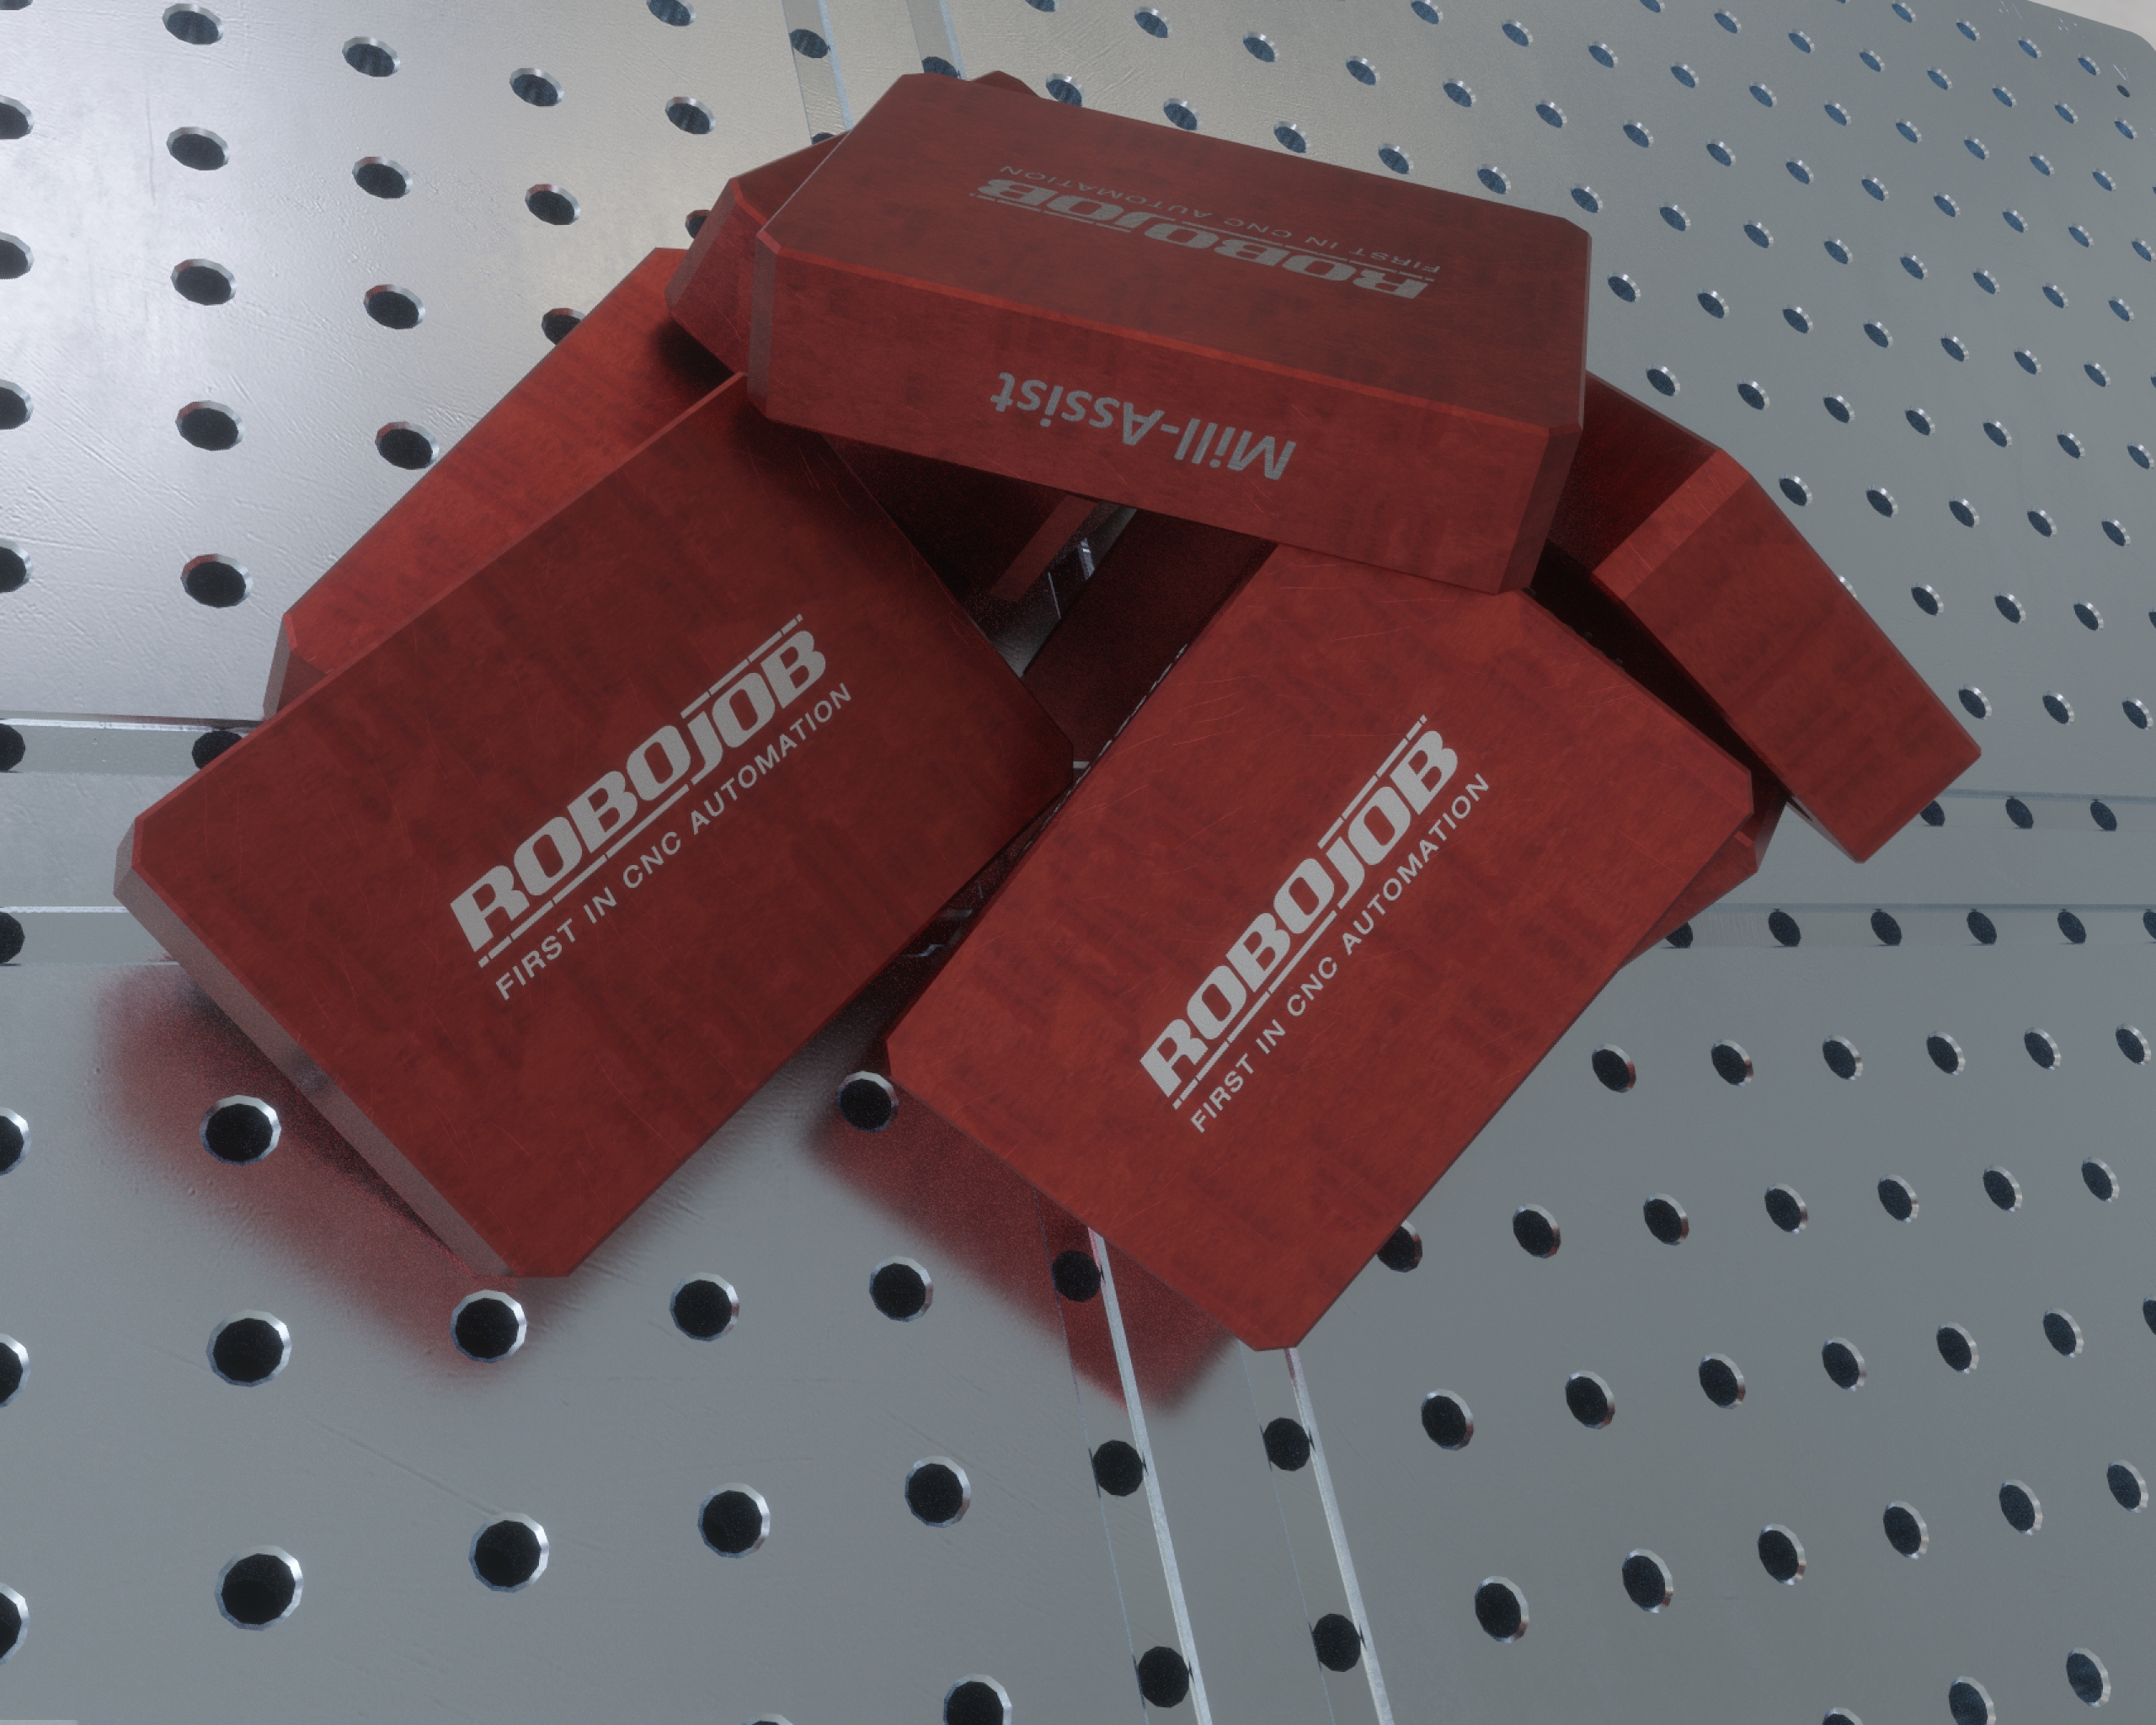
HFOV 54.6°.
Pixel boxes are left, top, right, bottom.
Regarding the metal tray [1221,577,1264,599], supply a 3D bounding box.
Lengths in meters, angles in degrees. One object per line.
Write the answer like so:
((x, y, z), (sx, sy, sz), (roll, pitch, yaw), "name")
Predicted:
((0.082, -0.073, 0.465), (0.131, 0.030, 0.090), (23, 50, -39), "metal tray")

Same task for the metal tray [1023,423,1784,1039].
((0.063, -0.028, 0.417), (0.130, 0.090, 0.030), (38, 52, -2), "metal tray")

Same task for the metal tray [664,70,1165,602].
((-0.015, -0.117, 0.443), (0.090, 0.030, 0.131), (41, 37, -2), "metal tray")

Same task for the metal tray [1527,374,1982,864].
((0.113, -0.062, 0.422), (0.090, 0.030, 0.130), (39, 12, -29), "metal tray")

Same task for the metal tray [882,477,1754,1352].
((0.040, 0.008, 0.364), (0.090, 0.130, 0.030), (38, 9, -4), "metal tray")

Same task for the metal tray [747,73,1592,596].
((0.019, -0.095, 0.360), (0.131, 0.030, 0.090), (14, 39, 4), "metal tray")

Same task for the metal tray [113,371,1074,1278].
((-0.073, -0.008, 0.341), (0.131, 0.030, 0.090), (-45, 104, -28), "metal tray")

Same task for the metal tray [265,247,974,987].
((-0.075, -0.050, 0.394), (0.090, 0.030, 0.130), (34, 51, -6), "metal tray")
